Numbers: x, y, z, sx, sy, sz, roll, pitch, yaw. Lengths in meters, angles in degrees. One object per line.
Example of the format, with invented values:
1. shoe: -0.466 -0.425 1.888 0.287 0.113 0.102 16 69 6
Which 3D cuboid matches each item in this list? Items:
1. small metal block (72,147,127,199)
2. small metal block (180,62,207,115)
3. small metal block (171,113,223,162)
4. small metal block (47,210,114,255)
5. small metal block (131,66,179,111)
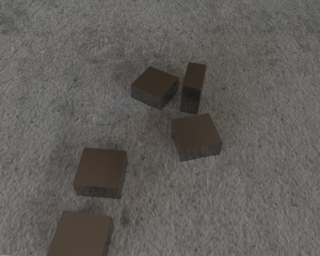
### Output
1. small metal block: -0.067 0.052 0.359 0.050 0.025 0.050 5 50 3
2. small metal block: 0.047 -0.055 0.434 0.025 0.050 0.050 11 51 8
3. small metal block: 0.045 0.011 0.394 0.050 0.025 0.050 -10 51 -9
4. small metal block: -0.077 0.113 0.307 0.050 0.025 0.050 6 50 5
5. small metal block: -0.007 -0.059 0.453 0.050 0.025 0.050 25 54 19
